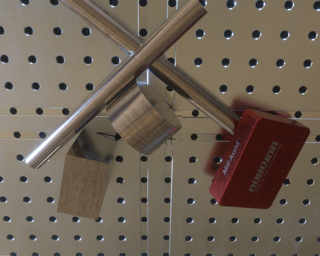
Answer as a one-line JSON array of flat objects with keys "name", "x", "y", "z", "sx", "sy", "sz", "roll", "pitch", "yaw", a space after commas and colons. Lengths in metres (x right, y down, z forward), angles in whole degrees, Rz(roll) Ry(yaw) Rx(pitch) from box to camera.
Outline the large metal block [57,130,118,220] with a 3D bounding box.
[{"name": "large metal block", "x": -0.092, "y": 0.058, "z": 0.405, "sx": 0.050, "sy": 0.080, "sz": 0.079, "roll": 13, "pitch": 110, "yaw": -5}]

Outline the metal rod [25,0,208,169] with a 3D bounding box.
[{"name": "metal rod", "x": -0.066, "y": -0.042, "z": 0.377, "sx": 0.299, "sy": 0.025, "sz": 0.025, "roll": -39, "pitch": 106, "yaw": 20}]

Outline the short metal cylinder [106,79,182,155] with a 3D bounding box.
[{"name": "short metal cylinder", "x": -0.019, "y": -0.013, "z": 0.379, "sx": 0.050, "sy": 0.080, "sz": 0.080, "roll": -41, "pitch": 105, "yaw": 14}]

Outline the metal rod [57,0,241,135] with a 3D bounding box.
[{"name": "metal rod", "x": -0.009, "y": -0.083, "z": 0.382, "sx": 0.301, "sy": 0.025, "sz": 0.025, "roll": 36, "pitch": 106, "yaw": -13}]

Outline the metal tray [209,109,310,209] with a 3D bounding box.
[{"name": "metal tray", "x": 0.131, "y": 0.046, "z": 0.414, "sx": 0.091, "sy": 0.030, "sz": 0.129, "roll": 10, "pitch": 111, "yaw": -24}]
